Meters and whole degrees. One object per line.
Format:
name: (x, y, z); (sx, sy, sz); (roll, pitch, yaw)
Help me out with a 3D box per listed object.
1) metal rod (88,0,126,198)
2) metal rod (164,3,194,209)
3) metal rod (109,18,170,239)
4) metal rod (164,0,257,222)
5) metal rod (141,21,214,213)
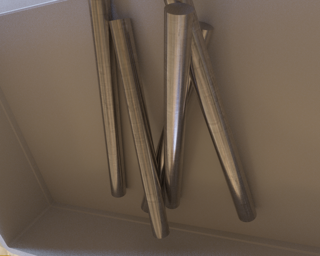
metal rod: (-0.069, -0.021, 0.431); (0.025, 0.025, 0.298); (13, 124, 21)
metal rod: (0.017, 0.006, 0.365); (0.025, 0.025, 0.298); (18, 138, 18)
metal rod: (-0.022, 0.014, 0.404); (0.025, 0.025, 0.298); (0, 111, 28)
metal rod: (0.066, -0.004, 0.351); (0.025, 0.025, 0.299); (-6, 122, 31)
metal rod: (0.013, 0.010, 0.408); (0.025, 0.025, 0.298); (25, 127, 13)
